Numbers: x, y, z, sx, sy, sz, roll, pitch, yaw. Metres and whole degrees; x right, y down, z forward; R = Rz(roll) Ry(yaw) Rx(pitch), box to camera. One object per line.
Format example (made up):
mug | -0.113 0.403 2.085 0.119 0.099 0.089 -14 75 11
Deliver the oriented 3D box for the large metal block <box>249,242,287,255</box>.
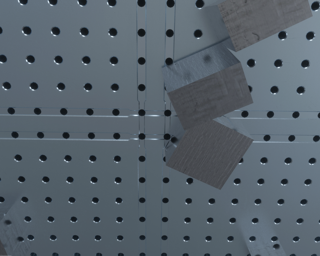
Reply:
large metal block | 0.181 0.240 0.475 0.050 0.080 0.080 -17 109 6

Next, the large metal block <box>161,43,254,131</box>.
large metal block | 0.051 -0.051 0.362 0.080 0.080 0.050 -22 119 8

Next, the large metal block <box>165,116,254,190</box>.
large metal block | 0.061 0.022 0.409 0.080 0.050 0.080 25 108 -10

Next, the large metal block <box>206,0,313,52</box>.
large metal block | 0.102 -0.128 0.338 0.080 0.080 0.050 -24 108 8

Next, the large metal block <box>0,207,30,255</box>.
large metal block | -0.256 0.172 0.460 0.080 0.050 0.079 -11 110 3
